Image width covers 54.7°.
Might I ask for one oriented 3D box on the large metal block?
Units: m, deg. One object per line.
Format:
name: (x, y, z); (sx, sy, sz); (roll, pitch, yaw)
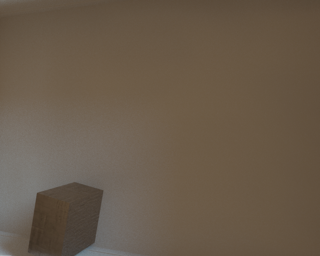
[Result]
large metal block: (-0.127, 0.126, 0.426); (0.050, 0.080, 0.080); (11, 94, 20)
